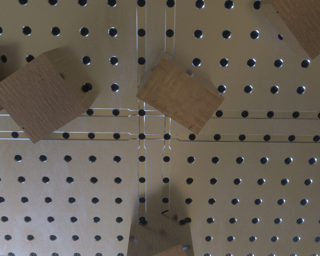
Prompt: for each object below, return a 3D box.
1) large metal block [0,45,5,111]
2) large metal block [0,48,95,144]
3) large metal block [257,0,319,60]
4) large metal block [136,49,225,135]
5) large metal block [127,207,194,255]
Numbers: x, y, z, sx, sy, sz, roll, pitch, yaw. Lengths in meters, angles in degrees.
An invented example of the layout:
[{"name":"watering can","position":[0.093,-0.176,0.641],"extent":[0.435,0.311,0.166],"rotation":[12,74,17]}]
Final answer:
[{"name":"large metal block","position":[-0.240,-0.061,0.374],"extent":[0.081,0.050,0.079],"rotation":[4,110,-2]},{"name":"large metal block","position":[-0.141,-0.040,0.383],"extent":[0.080,0.050,0.080],"rotation":[-31,108,10]},{"name":"large metal block","position":[0.174,-0.137,0.352],"extent":[0.080,0.050,0.080],"rotation":[-40,106,13]},{"name":"large metal block","position":[0.022,-0.046,0.367],"extent":[0.080,0.080,0.050],"rotation":[32,107,-11]},{"name":"large metal block","position":[0.001,0.173,0.448],"extent":[0.080,0.080,0.050],"rotation":[-26,108,9]}]
